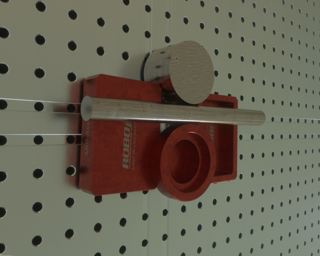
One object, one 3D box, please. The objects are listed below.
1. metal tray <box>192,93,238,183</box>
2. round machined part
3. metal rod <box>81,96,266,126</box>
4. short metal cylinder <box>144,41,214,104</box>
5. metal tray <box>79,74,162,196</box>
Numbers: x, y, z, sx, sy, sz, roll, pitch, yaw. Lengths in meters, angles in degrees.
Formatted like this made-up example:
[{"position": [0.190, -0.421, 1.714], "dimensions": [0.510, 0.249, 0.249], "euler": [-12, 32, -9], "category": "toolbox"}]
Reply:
[{"position": [0.077, 0.015, 0.466], "dimensions": [0.091, 0.030, 0.129], "euler": [1, 89, -40], "category": "metal tray"}, {"position": [0.025, 0.043, 0.403], "dimensions": [0.099, 0.042, 0.097], "euler": [0, 90, -40], "category": "round machined part"}, {"position": [0.043, -0.018, 0.401], "dimensions": [0.302, 0.025, 0.025], "euler": [1, 90, -40], "category": "metal rod"}, {"position": [0.026, -0.070, 0.409], "dimensions": [0.081, 0.050, 0.079], "euler": [0, 90, -40], "category": "short metal cylinder"}, {"position": [-0.044, 0.008, 0.363], "dimensions": [0.091, 0.030, 0.129], "euler": [4, 88, -40], "category": "metal tray"}]
